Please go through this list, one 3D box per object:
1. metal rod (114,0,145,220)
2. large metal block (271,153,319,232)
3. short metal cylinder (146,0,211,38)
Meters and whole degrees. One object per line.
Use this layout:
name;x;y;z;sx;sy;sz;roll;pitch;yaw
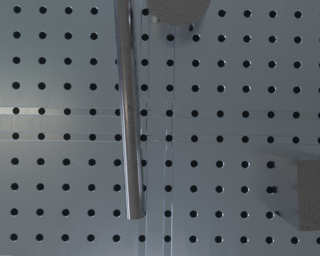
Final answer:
metal rod;-0.041;-0.030;0.412;0.025;0.025;0.298;-3;90;0
large metal block;0.180;0.075;0.388;0.050;0.080;0.079;-3;90;0
short metal cylinder;0.023;-0.164;0.401;0.081;0.050;0.079;0;90;0
